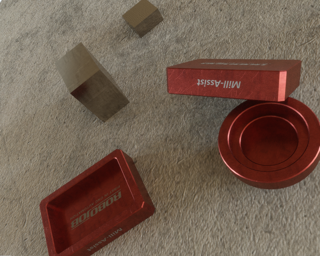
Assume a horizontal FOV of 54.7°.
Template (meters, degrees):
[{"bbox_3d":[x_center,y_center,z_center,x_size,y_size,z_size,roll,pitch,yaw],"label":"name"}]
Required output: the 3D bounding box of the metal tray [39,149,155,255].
[{"bbox_3d":[-0.081,0.097,0.381,0.130,0.030,0.090,-34,52,5],"label":"metal tray"}]

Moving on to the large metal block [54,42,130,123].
[{"bbox_3d":[-0.100,-0.067,0.460,0.050,0.080,0.080,-39,51,2],"label":"large metal block"}]

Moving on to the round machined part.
[{"bbox_3d":[0.114,0.017,0.322,0.098,0.042,0.098,-13,56,20],"label":"round machined part"}]

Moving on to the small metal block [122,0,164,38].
[{"bbox_3d":[-0.030,-0.191,0.535,0.050,0.025,0.050,-39,51,1],"label":"small metal block"}]

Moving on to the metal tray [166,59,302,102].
[{"bbox_3d":[0.085,-0.059,0.357,0.130,0.030,0.091,8,21,31],"label":"metal tray"}]
